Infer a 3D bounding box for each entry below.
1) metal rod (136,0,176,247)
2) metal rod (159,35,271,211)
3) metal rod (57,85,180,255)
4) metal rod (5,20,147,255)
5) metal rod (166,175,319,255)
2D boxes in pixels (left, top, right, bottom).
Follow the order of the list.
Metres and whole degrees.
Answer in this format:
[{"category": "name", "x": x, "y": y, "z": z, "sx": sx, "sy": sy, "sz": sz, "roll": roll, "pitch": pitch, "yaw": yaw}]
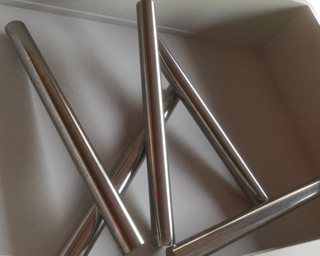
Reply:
[{"category": "metal rod", "x": -0.007, "y": -0.018, "z": 0.371, "sx": 0.025, "sy": 0.025, "sz": 0.299, "roll": 3, "pitch": 73, "yaw": -27}, {"category": "metal rod", "x": 0.065, "y": -0.006, "z": 0.420, "sx": 0.025, "sy": 0.025, "sz": 0.299, "roll": -32, "pitch": 87, "yaw": -38}, {"category": "metal rod", "x": -0.035, "y": 0.041, "z": 0.361, "sx": 0.025, "sy": 0.025, "sz": 0.301, "roll": 35, "pitch": 51, "yaw": -5}, {"category": "metal rod", "x": -0.101, "y": -0.006, "z": 0.334, "sx": 0.025, "sy": 0.025, "sz": 0.299, "roll": -19, "pitch": 66, "yaw": -35}, {"category": "metal rod", "x": 0.141, "y": 0.101, "z": 0.386, "sx": 0.303, "sy": 0.025, "sz": 0.025, "roll": -14, "pitch": 69, "yaw": -29}]
